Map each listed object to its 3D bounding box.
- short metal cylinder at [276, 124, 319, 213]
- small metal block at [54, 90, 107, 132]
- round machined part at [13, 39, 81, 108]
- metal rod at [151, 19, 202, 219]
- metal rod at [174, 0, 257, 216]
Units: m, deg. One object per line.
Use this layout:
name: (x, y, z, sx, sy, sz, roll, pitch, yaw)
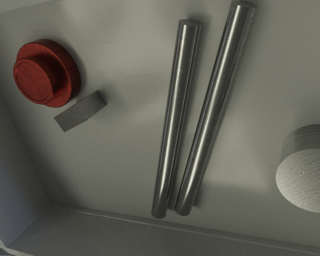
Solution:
short metal cylinder: (0.169, 0.043, 0.330, 0.080, 0.050, 0.079, 13, 124, 20)
small metal block: (-0.111, -0.024, 0.434, 0.050, 0.050, 0.025, -22, 106, 36)
round machined part: (-0.165, -0.072, 0.438, 0.098, 0.042, 0.097, 13, 124, 20)
metal rod: (0.015, 0.012, 0.406, 0.025, 0.025, 0.298, 19, 126, 16)
metal rod: (0.057, 0.002, 0.378, 0.025, 0.025, 0.298, 22, 127, 15)
